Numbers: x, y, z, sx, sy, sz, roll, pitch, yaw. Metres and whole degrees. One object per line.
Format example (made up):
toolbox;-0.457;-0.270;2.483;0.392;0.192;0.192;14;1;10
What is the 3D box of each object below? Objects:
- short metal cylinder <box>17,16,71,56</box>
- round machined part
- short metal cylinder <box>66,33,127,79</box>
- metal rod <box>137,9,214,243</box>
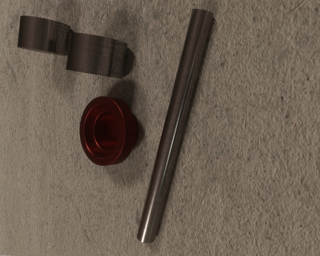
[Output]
short metal cylinder;-0.197;-0.155;0.528;0.080;0.081;0.050;15;100;38
round machined part;-0.069;0.004;0.449;0.098;0.042;0.097;0;90;39
short metal cylinder;-0.090;-0.101;0.441;0.080;0.081;0.050;16;100;38
metal rod;0.015;0.006;0.390;0.025;0.025;0.298;22;104;37
